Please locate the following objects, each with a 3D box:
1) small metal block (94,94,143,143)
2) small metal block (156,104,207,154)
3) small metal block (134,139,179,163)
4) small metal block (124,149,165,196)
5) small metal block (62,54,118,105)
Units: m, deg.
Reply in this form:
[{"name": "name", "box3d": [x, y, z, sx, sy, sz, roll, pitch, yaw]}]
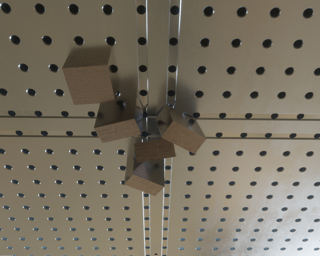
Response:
[{"name": "small metal block", "box3d": [-0.050, -0.012, 0.384, 0.050, 0.050, 0.025, -13, 129, 10]}, {"name": "small metal block", "box3d": [0.025, 0.000, 0.393, 0.050, 0.050, 0.025, 27, 110, -21]}, {"name": "small metal block", "box3d": [-0.003, 0.028, 0.416, 0.050, 0.050, 0.025, -10, 88, 8]}, {"name": "small metal block", "box3d": [-0.022, 0.064, 0.449, 0.050, 0.050, 0.025, 25, 126, -20]}, {"name": "small metal block", "box3d": [-0.080, -0.056, 0.363, 0.050, 0.025, 0.050, -4, 130, 3]}]
